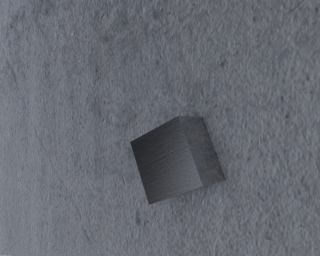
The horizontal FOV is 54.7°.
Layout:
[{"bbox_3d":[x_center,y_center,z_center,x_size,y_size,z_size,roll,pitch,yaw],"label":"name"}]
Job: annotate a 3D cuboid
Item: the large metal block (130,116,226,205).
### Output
[{"bbox_3d":[0.020,0.039,0.371,0.080,0.050,0.080,-29,72,36],"label":"large metal block"}]
